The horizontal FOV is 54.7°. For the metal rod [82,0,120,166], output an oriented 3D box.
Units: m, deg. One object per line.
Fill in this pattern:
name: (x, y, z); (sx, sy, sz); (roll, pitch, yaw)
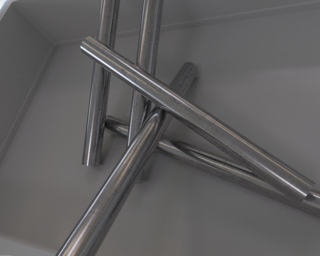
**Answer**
metal rod: (-0.077, -0.097, 0.425); (0.025, 0.025, 0.298); (8, 91, 32)

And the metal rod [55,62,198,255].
metal rod: (-0.012, 0.009, 0.329); (0.025, 0.025, 0.301); (-2, 36, 27)

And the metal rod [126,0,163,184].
metal rod: (-0.017, -0.082, 0.385); (0.025, 0.025, 0.298); (5, 88, 30)

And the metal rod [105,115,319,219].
metal rod: (0.042, 0.034, 0.363); (0.300, 0.025, 0.025); (19, 72, 35)

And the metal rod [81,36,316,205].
metal rod: (0.019, -0.024, 0.333); (0.300, 0.025, 0.025); (37, 82, 24)
